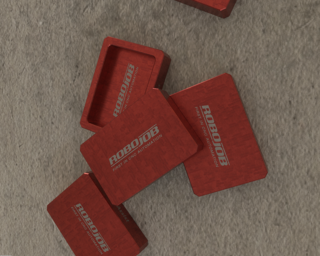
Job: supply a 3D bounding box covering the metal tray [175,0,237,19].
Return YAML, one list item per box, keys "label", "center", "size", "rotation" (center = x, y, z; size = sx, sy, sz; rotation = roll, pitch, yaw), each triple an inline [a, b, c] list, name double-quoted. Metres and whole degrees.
- label: "metal tray"
  center: [0.070, -0.214, 0.381]
  size: [0.090, 0.030, 0.129]
  rotation: [28, 99, 17]

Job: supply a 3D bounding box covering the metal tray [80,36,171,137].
- label: "metal tray"
  center: [-0.048, -0.049, 0.422]
  size: [0.090, 0.030, 0.129]
  rotation: [20, 96, 18]

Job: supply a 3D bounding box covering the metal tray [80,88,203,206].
- label: "metal tray"
  center: [-0.025, 0.024, 0.382]
  size: [0.130, 0.030, 0.090]
  rotation: [-37, 79, 16]

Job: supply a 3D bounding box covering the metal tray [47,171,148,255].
- label: "metal tray"
  center: [-0.090, 0.137, 0.437]
  size: [0.090, 0.030, 0.130]
  rotation: [-41, 78, 15]

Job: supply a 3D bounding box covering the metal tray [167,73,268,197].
- label: "metal tray"
  center: [0.067, 0.009, 0.382]
  size: [0.090, 0.030, 0.129]
  rotation: [-21, 83, 18]
